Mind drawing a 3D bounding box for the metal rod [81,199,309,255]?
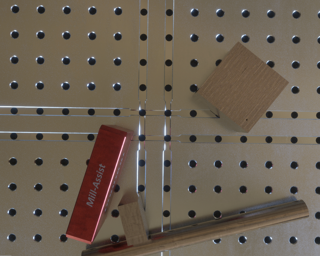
[{"bbox_3d":[0.047,0.142,0.414,0.302,0.025,0.025,-13,90,-1],"label":"metal rod"}]

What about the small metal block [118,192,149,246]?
[{"bbox_3d":[-0.033,0.116,0.401,0.025,0.050,0.050,-15,90,0],"label":"small metal block"}]

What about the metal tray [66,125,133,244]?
[{"bbox_3d":[-0.070,0.062,0.380,0.030,0.090,0.129,18,90,0],"label":"metal tray"}]

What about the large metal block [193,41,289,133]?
[{"bbox_3d":[0.101,-0.050,0.402,0.080,0.050,0.080,39,90,-1],"label":"large metal block"}]
